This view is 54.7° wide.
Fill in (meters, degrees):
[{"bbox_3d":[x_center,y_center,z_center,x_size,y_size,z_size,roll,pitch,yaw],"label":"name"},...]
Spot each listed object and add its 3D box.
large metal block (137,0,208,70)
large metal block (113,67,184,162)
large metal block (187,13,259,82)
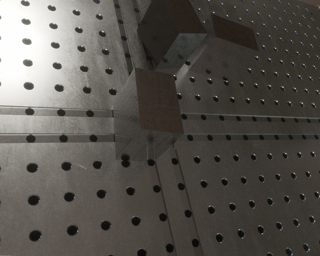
[{"bbox_3d":[0.015,-0.147,0.473,0.050,0.080,0.080,-11,67,-33],"label":"large metal block"},{"bbox_3d":[-0.018,-0.013,0.372,0.050,0.080,0.080,7,59,-25],"label":"large metal block"},{"bbox_3d":[0.099,-0.128,0.507,0.081,0.080,0.050,11,57,-23],"label":"large metal block"}]
